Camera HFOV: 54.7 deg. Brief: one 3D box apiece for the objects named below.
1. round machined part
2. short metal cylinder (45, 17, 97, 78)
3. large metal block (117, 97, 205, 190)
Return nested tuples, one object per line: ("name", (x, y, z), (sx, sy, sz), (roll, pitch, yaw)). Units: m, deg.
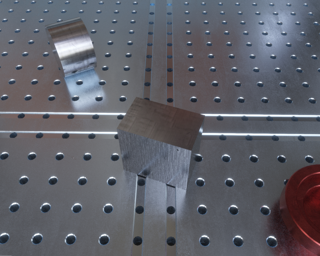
("round machined part", (0.175, 0.090, 0.322), (0.099, 0.042, 0.098), (0, 50, 0))
("short metal cylinder", (-0.136, -0.123, 0.474), (0.050, 0.080, 0.080), (-22, 54, -17))
("large metal block", (0.002, 0.019, 0.356), (0.080, 0.080, 0.050), (16, 52, 13))
